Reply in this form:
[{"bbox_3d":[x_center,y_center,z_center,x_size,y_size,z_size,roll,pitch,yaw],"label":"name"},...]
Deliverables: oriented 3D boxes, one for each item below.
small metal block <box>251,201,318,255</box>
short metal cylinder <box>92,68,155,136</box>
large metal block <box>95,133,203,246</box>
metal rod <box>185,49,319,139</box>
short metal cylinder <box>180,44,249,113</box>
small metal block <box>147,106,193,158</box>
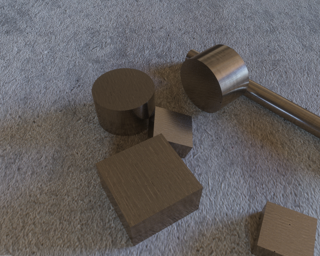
[{"bbox_3d":[0.125,0.109,0.312,0.050,0.025,0.050,18,52,15],"label":"small metal block"},{"bbox_3d":[-0.047,-0.035,0.417,0.080,0.050,0.080,0,50,0],"label":"short metal cylinder"},{"bbox_3d":[-0.012,0.064,0.334,0.081,0.050,0.080,-24,54,-19],"label":"large metal block"},{"bbox_3d":[0.158,-0.037,0.435,0.300,0.025,0.025,36,59,26],"label":"metal rod"},{"bbox_3d":[0.073,-0.067,0.425,0.050,0.080,0.080,-32,57,-24],"label":"short metal cylinder"},{"bbox_3d":[0.013,0.005,0.389,0.050,0.025,0.050,15,49,-14],"label":"small metal block"}]
